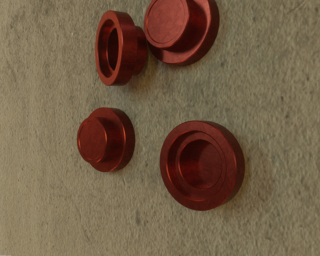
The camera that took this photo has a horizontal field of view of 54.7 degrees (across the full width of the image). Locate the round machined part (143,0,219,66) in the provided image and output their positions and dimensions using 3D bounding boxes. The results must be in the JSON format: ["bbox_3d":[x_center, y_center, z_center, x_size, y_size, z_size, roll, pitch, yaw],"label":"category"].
[{"bbox_3d":[0.019,-0.127,0.377,0.098,0.042,0.097,0,90,39],"label":"round machined part"}]

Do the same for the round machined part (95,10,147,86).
[{"bbox_3d":[-0.052,-0.106,0.421,0.098,0.042,0.097,10,102,58],"label":"round machined part"}]

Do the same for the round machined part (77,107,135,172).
[{"bbox_3d":[-0.087,0.018,0.463,0.098,0.042,0.097,0,90,39],"label":"round machined part"}]

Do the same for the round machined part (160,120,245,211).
[{"bbox_3d":[0.051,0.040,0.351,0.098,0.042,0.097,0,90,39],"label":"round machined part"}]
